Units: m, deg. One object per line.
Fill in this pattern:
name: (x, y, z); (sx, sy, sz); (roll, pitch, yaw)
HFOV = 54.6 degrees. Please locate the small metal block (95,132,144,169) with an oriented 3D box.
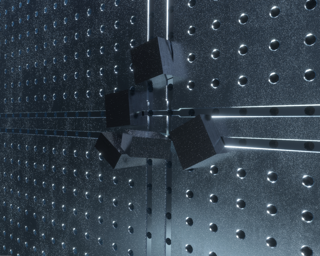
small metal block: (-0.055, 0.030, 0.440); (0.050, 0.050, 0.025); (43, 116, 32)

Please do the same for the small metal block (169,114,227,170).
small metal block: (0.045, 0.017, 0.373); (0.050, 0.025, 0.050); (-32, 70, 35)

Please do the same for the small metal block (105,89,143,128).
small metal block: (-0.054, -0.027, 0.455); (0.050, 0.025, 0.050); (-7, 86, 40)

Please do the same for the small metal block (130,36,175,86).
small metal block: (-0.010, -0.088, 0.419); (0.050, 0.025, 0.050); (-15, 81, 39)

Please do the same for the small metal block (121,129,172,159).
small metal block: (-0.019, 0.020, 0.398); (0.050, 0.050, 0.025); (-152, 69, -68)
